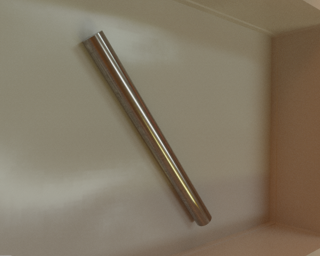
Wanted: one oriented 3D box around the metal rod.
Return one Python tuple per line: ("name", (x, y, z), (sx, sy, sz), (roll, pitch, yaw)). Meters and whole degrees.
("metal rod", (-0.005, 0.017, 0.401), (0.025, 0.025, 0.299), (-45, 117, -30))
